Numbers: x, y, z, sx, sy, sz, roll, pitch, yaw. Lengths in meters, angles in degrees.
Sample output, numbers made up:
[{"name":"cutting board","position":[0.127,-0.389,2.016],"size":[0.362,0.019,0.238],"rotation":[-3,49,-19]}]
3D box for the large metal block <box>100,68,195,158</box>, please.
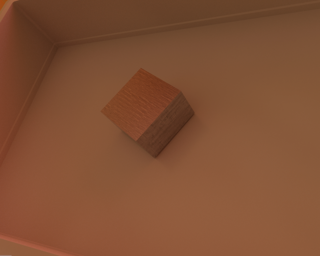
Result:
[{"name":"large metal block","position":[-0.017,-0.021,0.408],"size":[0.080,0.050,0.080],"rotation":[-48,52,-7]}]
